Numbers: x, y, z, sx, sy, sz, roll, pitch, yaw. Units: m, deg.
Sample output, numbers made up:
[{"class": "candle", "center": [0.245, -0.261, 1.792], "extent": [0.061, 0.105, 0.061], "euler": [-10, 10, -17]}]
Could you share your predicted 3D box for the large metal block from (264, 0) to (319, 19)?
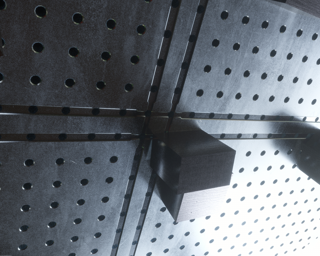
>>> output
[{"class": "large metal block", "center": [0.178, -0.185, 0.377], "extent": [0.081, 0.050, 0.079], "euler": [5, 116, -31]}]

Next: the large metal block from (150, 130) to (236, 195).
[{"class": "large metal block", "center": [0.041, 0.042, 0.419], "extent": [0.081, 0.080, 0.050], "euler": [-4, 111, -26]}]

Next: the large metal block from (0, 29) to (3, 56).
[{"class": "large metal block", "center": [-0.173, -0.074, 0.235], "extent": [0.080, 0.080, 0.050], "euler": [-26, 128, -12]}]

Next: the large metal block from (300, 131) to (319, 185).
[{"class": "large metal block", "center": [0.316, 0.064, 0.586], "extent": [0.050, 0.080, 0.080], "euler": [-26, 128, -12]}]

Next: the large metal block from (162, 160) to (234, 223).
[{"class": "large metal block", "center": [0.057, 0.093, 0.482], "extent": [0.081, 0.050, 0.079], "euler": [-3, 120, -27]}]
